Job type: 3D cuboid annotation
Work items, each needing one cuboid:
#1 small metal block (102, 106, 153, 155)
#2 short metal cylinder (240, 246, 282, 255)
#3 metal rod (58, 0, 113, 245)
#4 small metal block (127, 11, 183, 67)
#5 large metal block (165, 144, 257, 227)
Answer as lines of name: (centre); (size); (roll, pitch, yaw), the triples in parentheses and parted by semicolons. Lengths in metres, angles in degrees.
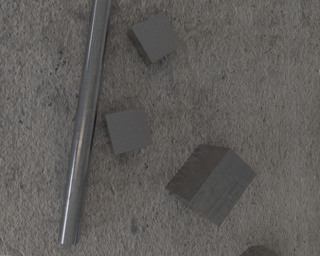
small metal block: (-0.042, 0.003, 0.394); (0.050, 0.025, 0.050); (-15, 95, -20)
short metal cylinder: (0.156, 0.222, 0.454); (0.081, 0.050, 0.080); (0, 90, -20)
metal rod: (-0.089, -0.013, 0.376); (0.025, 0.025, 0.298); (8, 87, -20)
small metal block: (-0.007, -0.116, 0.407); (0.050, 0.025, 0.050); (-35, 101, -17)
large metal block: (0.063, 0.070, 0.403); (0.050, 0.080, 0.080); (43, 76, -15)
